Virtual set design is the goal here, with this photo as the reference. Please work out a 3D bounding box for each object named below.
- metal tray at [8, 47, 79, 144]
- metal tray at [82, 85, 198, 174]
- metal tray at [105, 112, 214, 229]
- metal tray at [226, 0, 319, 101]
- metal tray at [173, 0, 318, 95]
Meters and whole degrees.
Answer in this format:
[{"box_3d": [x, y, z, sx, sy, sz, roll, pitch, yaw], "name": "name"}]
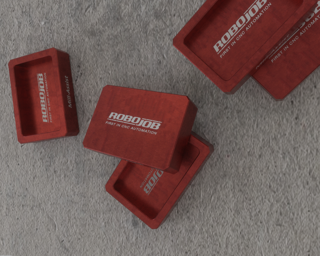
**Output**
[{"box_3d": [-0.176, -0.046, 0.468, 0.090, 0.030, 0.129, -9, 87, 19], "name": "metal tray"}, {"box_3d": [-0.027, -0.002, 0.391, 0.130, 0.030, 0.090, 12, 77, 29], "name": "metal tray"}, {"box_3d": [-0.002, 0.053, 0.406, 0.090, 0.030, 0.129, 36, 101, 16], "name": "metal tray"}, {"box_3d": [0.153, -0.106, 0.352, 0.130, 0.030, 0.090, -45, 76, 14], "name": "metal tray"}, {"box_3d": [0.090, -0.113, 0.342, 0.090, 0.030, 0.130, 46, 104, 14], "name": "metal tray"}]
